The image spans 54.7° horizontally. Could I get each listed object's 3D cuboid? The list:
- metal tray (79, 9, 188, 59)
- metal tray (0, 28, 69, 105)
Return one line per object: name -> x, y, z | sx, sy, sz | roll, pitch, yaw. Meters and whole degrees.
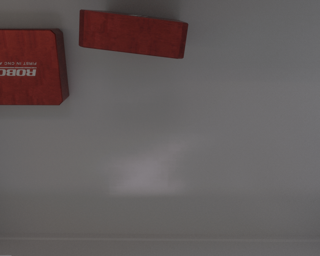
metal tray -> -0.023, -0.100, 0.318 | 0.091, 0.130, 0.030 | 6, 110, -3
metal tray -> -0.184, -0.075, 0.379 | 0.131, 0.030, 0.089 | 0, 110, -1
